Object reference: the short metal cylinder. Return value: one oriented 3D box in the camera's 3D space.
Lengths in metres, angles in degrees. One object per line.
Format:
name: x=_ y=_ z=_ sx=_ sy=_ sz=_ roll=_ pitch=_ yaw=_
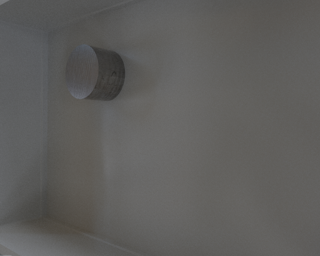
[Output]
short metal cylinder: x=-0.099 y=-0.082 z=0.473 sx=0.080 sy=0.050 sz=0.080 roll=0 pitch=90 yaw=40
